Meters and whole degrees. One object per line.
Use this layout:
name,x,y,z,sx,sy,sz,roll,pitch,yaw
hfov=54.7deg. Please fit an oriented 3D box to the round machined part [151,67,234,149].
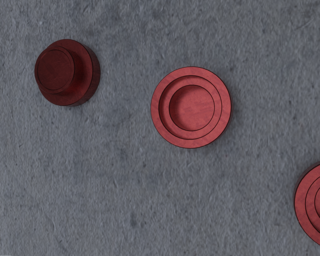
round machined part,0.042,-0.024,0.385,0.098,0.042,0.097,0,90,19

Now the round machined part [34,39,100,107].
round machined part,-0.140,-0.080,0.448,0.098,0.042,0.097,0,90,19

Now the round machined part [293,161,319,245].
round machined part,0.195,0.079,0.331,0.098,0.042,0.097,0,90,19
